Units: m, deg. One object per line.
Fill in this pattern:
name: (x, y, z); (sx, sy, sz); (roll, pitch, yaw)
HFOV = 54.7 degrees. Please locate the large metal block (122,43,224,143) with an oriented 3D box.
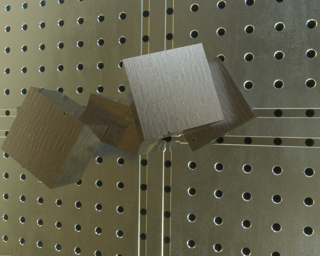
large metal block: (0.010, -0.034, 0.322); (0.081, 0.050, 0.080); (-14, 85, -10)

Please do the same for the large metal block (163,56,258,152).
large metal block: (0.060, -0.027, 0.377); (0.080, 0.050, 0.080); (-32, 80, 17)

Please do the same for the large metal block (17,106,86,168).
large metal block: (-0.146, 0.009, 0.433); (0.050, 0.080, 0.080); (-7, 88, 19)

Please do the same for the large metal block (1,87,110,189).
large metal block: (-0.119, 0.010, 0.354); (0.080, 0.050, 0.080); (33, 100, 17)

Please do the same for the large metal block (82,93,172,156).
large metal block: (-0.040, -0.005, 0.396); (0.080, 0.080, 0.050); (20, 97, 18)
